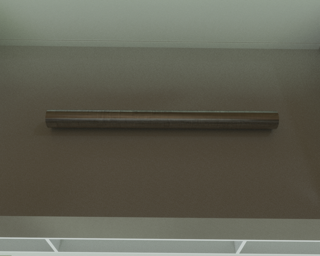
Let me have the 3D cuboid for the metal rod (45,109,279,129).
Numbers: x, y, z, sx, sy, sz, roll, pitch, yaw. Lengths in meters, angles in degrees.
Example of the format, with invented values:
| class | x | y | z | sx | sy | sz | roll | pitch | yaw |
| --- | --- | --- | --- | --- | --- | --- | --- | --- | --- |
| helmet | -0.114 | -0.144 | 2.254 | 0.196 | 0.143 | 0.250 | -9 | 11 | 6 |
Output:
| class | x | y | z | sx | sy | sz | roll | pitch | yaw |
| --- | --- | --- | --- | --- | --- | --- | --- | --- | --- |
| metal rod | 0.003 | -0.012 | 0.412 | 0.302 | 0.025 | 0.025 | 0 | 50 | 0 |
